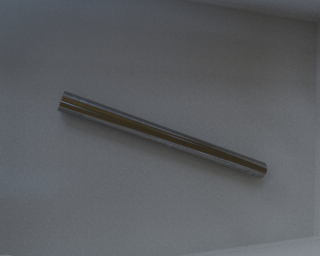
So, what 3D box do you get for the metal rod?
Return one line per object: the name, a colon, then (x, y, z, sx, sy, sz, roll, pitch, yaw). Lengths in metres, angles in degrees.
metal rod: (0.017, 0.016, 0.415, 0.302, 0.025, 0.025, 20, 84, -19)
